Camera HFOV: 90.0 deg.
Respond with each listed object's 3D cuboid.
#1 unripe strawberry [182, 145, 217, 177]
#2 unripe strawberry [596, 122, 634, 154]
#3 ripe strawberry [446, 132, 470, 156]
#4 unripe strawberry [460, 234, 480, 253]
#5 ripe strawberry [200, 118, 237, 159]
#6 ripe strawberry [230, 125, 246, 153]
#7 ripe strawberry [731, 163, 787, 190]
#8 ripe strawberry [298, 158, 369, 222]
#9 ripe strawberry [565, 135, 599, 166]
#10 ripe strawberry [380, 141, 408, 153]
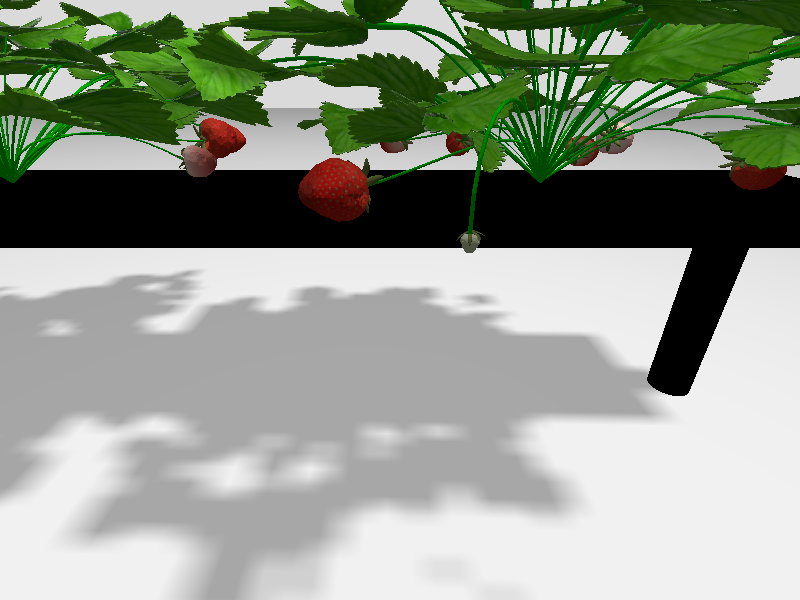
[{"bbox_3d":[-0.175,-0.121,0.351,0.026,0.027,0.024,-1,27,-7],"label":"unripe strawberry"},{"bbox_3d":[0.264,-0.198,0.491,0.041,0.036,0.041,20,25,34],"label":"unripe strawberry"},{"bbox_3d":[0.069,-0.191,0.480,0.031,0.035,0.033,-8,27,-15],"label":"ripe strawberry"},{"bbox_3d":[0.032,-0.026,0.184,0.009,0.010,0.010,13,30,24],"label":"unripe strawberry"},{"bbox_3d":[-0.207,-0.185,0.460,0.038,0.043,0.041,21,33,35],"label":"ripe strawberry"},{"bbox_3d":[-0.210,-0.200,0.498,0.037,0.033,0.034,16,21,29],"label":"ripe strawberry"},{"bbox_3d":[0.283,-0.103,0.314,0.034,0.034,0.032,21,28,-1],"label":"ripe strawberry"},{"bbox_3d":[-0.038,-0.060,0.223,0.035,0.035,0.039,-20,33,-33],"label":"ripe strawberry"},{"bbox_3d":[0.187,-0.153,0.410,0.033,0.030,0.030,20,32,33],"label":"ripe strawberry"},{"bbox_3d":[-0.008,-0.201,0.498,0.040,0.034,0.040,-17,31,-30],"label":"ripe strawberry"}]
